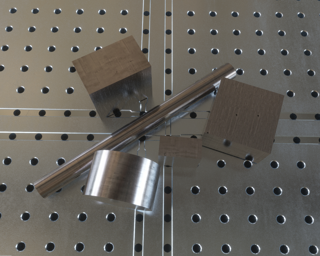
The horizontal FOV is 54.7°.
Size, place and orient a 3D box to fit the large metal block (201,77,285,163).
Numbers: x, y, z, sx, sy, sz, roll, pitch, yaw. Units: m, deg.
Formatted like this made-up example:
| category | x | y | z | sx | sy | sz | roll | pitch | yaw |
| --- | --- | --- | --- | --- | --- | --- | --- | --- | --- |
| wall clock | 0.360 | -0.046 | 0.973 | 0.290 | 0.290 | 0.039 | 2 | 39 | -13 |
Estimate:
| category | x | y | z | sx | sy | sz | roll | pitch | yaw |
| --- | --- | --- | --- | --- | --- | --- | --- | --- | --- |
| large metal block | 0.104 | -0.009 | 0.400 | 0.080 | 0.050 | 0.080 | 18 | 71 | 6 |

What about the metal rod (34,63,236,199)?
| category | x | y | z | sx | sy | sz | roll | pitch | yaw |
| --- | --- | --- | --- | --- | --- | --- | --- | --- | --- |
| metal rod | -0.024 | -0.003 | 0.412 | 0.301 | 0.025 | 0.025 | -33 | 74 | -12 |

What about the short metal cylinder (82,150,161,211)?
| category | x | y | z | sx | sy | sz | roll | pitch | yaw |
| --- | --- | --- | --- | --- | --- | --- | --- | --- | --- |
| short metal cylinder | -0.043 | 0.062 | 0.359 | 0.080 | 0.080 | 0.050 | 11 | 71 | 3 |

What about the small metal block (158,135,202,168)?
| category | x | y | z | sx | sy | sz | roll | pitch | yaw |
| --- | --- | --- | --- | --- | --- | --- | --- | --- | --- |
| small metal block | 0.024 | 0.031 | 0.388 | 0.050 | 0.050 | 0.025 | 5 | 70 | 1 |

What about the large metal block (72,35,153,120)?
| category | x | y | z | sx | sy | sz | roll | pitch | yaw |
| --- | --- | --- | --- | --- | --- | --- | --- | --- | --- |
| large metal block | -0.058 | -0.063 | 0.406 | 0.080 | 0.080 | 0.050 | -27 | 73 | -10 |
